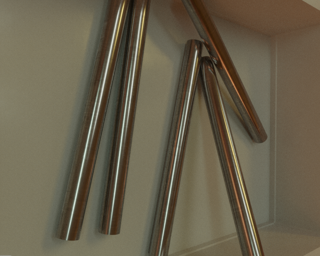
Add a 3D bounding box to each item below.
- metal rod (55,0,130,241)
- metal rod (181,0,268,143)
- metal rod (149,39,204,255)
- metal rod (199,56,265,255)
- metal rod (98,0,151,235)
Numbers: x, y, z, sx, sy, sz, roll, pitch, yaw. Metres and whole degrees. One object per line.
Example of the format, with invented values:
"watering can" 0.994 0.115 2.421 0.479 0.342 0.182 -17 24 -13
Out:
"metal rod" -0.070 -0.031 0.347 0.025 0.025 0.299 17 79 -39
"metal rod" 0.107 -0.077 0.470 0.300 0.025 0.025 52 59 -36
"metal rod" 0.024 0.023 0.426 0.025 0.025 0.299 17 79 -39
"metal rod" 0.090 0.037 0.408 0.025 0.025 0.299 9 61 -40
"metal rod" -0.040 -0.027 0.372 0.025 0.025 0.298 12 83 -40
